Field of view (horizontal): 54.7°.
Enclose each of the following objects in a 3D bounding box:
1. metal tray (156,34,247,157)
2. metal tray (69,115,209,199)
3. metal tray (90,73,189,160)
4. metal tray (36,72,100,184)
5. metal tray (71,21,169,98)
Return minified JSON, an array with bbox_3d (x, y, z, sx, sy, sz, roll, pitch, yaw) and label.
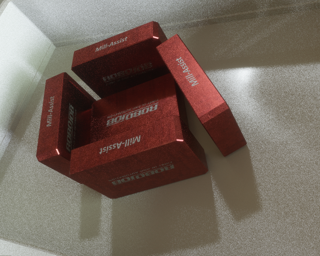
[{"bbox_3d":[0.047,-0.039,0.360,0.030,0.090,0.130,-32,52,8],"label":"metal tray"},{"bbox_3d":[-0.022,0.038,0.348,0.130,0.090,0.030,-19,55,17],"label":"metal tray"},{"bbox_3d":[-0.031,-0.013,0.422,0.130,0.030,0.090,-18,55,17],"label":"metal tray"},{"bbox_3d":[-0.118,0.000,0.421,0.030,0.090,0.130,-19,54,17],"label":"metal tray"},{"bbox_3d":[-0.045,-0.088,0.437,0.130,0.090,0.030,-15,56,19],"label":"metal tray"}]
